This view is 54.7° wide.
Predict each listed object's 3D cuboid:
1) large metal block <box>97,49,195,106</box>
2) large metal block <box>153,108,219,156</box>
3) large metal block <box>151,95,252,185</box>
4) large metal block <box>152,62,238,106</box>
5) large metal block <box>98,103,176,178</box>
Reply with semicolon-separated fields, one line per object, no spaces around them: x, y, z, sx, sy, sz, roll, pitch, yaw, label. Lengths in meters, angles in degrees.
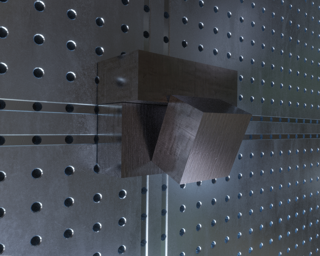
-0.017;-0.052;0.360;0.081;0.080;0.050;1;90;-40;large metal block
0.037;0.014;0.423;0.081;0.050;0.079;1;90;-40;large metal block
0.046;0.011;0.347;0.081;0.050;0.079;0;114;-40;large metal block
0.045;-0.051;0.412;0.081;0.080;0.050;1;90;-40;large metal block
-0.026;0.013;0.371;0.081;0.050;0.079;1;90;-40;large metal block
